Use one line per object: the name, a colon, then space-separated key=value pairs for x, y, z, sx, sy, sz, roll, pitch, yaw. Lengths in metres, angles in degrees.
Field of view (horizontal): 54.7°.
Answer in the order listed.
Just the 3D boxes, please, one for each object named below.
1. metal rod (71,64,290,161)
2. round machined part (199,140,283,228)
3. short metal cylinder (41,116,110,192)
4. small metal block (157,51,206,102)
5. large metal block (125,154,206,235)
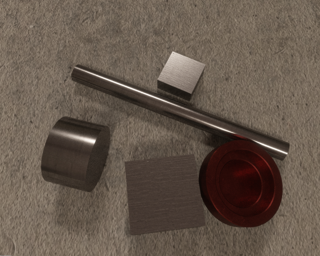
metal rod: x=0.022 y=-0.023 z=0.416 sx=0.301 sy=0.025 sz=0.025 roll=21 pitch=71 yaw=7
round machined part: x=0.090 y=0.066 z=0.366 sx=0.099 sy=0.042 sz=0.098 roll=6 pitch=72 yaw=-17
short metal cylinder: x=-0.096 y=0.031 z=0.367 sx=0.050 sy=0.080 sz=0.080 roll=14 pitch=71 yaw=4
small metal block: x=0.030 y=-0.072 z=0.435 sx=0.050 sy=0.025 sz=0.050 roll=24 pitch=72 yaw=8
large metal block: x=0.004 y=0.080 z=0.366 sx=0.081 sy=0.050 sz=0.080 roll=-6 pitch=70 yaw=-3
